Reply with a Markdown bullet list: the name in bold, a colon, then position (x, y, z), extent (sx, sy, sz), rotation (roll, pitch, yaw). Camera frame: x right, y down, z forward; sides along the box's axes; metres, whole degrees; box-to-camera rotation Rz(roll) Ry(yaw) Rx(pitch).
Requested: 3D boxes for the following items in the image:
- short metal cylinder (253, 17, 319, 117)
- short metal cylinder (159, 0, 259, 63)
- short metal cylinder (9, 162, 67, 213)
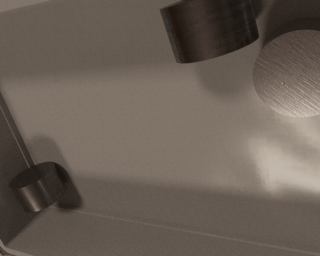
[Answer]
- **short metal cylinder**: position (0.132, -0.057, 0.288), extent (0.080, 0.050, 0.079), rotation (13, 124, 20)
- **short metal cylinder**: position (0.046, -0.098, 0.287), extent (0.080, 0.080, 0.050), rotation (-6, 115, 31)
- **short metal cylinder**: position (-0.213, 0.102, 0.546), extent (0.080, 0.080, 0.050), rotation (-7, 115, 31)
